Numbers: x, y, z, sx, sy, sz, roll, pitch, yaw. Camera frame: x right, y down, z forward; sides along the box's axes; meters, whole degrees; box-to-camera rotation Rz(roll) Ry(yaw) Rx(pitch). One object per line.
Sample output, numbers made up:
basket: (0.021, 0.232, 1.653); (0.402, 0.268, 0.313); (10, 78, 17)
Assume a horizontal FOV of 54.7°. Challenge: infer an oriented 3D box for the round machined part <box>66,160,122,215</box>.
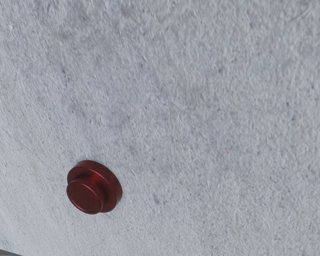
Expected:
round machined part: (-0.117, 0.106, 0.521); (0.098, 0.042, 0.097); (13, 124, 20)
